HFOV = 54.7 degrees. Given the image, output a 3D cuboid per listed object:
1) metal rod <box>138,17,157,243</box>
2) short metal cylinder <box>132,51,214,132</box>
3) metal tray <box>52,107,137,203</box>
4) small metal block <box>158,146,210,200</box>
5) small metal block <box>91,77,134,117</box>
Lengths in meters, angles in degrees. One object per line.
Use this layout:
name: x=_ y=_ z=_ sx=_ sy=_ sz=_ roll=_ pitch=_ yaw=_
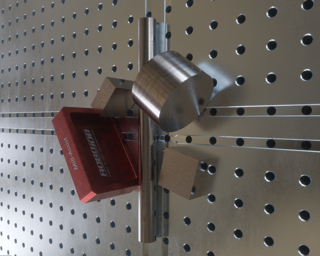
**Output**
metal rod: x=-0.017 y=0.003 z=0.421 sx=0.025 sy=0.025 sz=0.298 roll=0 pitch=90 yaw=39
short metal cylinder: x=0.015 y=-0.042 z=0.359 sx=0.050 sy=0.081 sz=0.080 roll=45 pitch=117 yaw=30
metal tray: x=-0.087 y=0.033 z=0.435 sx=0.030 sy=0.091 sz=0.130 roll=-40 pitch=66 yaw=33
small metal block: x=0.029 y=0.054 z=0.385 sx=0.050 sy=0.025 sz=0.050 roll=19 pitch=102 yaw=38
small metal block: x=-0.062 y=-0.043 z=0.441 sx=0.025 sy=0.050 sz=0.050 roll=49 pitch=119 yaw=28
